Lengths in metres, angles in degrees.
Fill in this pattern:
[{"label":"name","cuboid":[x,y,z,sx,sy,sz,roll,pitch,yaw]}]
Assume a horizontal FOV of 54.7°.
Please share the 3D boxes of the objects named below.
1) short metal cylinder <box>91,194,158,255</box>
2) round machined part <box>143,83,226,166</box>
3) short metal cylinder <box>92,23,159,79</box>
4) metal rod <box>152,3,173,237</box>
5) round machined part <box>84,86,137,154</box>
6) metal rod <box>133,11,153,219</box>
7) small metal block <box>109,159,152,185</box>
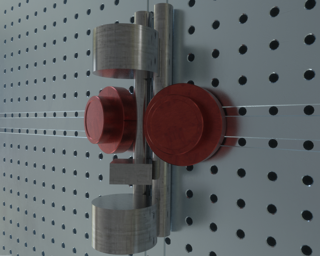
[{"label":"short metal cylinder","cuboid":[-0.043,0.115,0.381,0.080,0.081,0.050,1,91,40]},{"label":"round machined part","cuboid":[0.024,-0.004,0.361,0.098,0.042,0.097,0,90,25]},{"label":"short metal cylinder","cuboid":[-0.041,-0.090,0.379,0.080,0.081,0.050,1,91,40]},{"label":"metal rod","cuboid":[0.003,-0.010,0.406,0.025,0.025,0.298,1,91,40]},{"label":"round machined part","cuboid":[-0.077,-0.011,0.446,0.098,0.042,0.097,0,90,54]},{"label":"metal rod","cuboid":[-0.024,-0.008,0.429,0.025,0.025,0.298,1,91,40]},{"label":"small metal block","cuboid":[-0.035,0.054,0.392,0.050,0.050,0.025,1,91,-2]}]
